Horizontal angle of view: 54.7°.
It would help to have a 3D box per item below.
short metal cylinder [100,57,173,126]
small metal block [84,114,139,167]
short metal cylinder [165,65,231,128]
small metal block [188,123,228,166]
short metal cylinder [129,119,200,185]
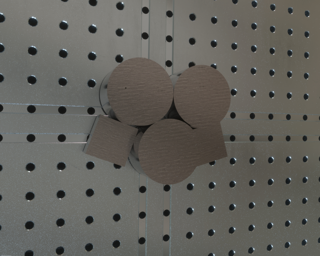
[{"bbox_3d":[-0.030,-0.043,0.384,0.081,0.050,0.079,0,90,-20],"label":"short metal cylinder"},{"bbox_3d":[-0.061,0.016,0.386,0.050,0.025,0.050,22,83,-19],"label":"small metal block"},{"bbox_3d":[0.046,-0.040,0.412,0.081,0.050,0.079,0,90,-20],"label":"short metal cylinder"},{"bbox_3d":[0.061,0.022,0.432,0.050,0.025,0.050,-15,95,-20],"label":"small metal block"},{"bbox_3d":[0.004,0.028,0.397,0.081,0.050,0.079,0,90,-20],"label":"short metal cylinder"}]
